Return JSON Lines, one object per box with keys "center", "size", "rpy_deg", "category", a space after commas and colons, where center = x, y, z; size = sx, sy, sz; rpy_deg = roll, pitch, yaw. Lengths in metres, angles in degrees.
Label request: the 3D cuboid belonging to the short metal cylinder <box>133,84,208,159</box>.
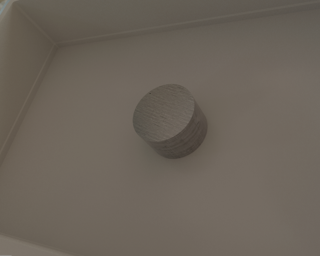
{"center": [0.013, -0.008, 0.388], "size": [0.080, 0.050, 0.080], "rpy_deg": [-13, 56, 21], "category": "short metal cylinder"}
